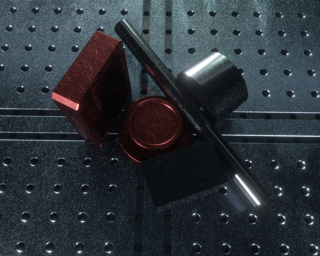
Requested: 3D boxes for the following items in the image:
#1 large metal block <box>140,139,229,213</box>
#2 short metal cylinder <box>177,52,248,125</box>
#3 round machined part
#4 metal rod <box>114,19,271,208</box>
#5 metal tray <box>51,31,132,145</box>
[{"bbox_3d":[0.025,0.059,0.361,0.081,0.080,0.050,-18,71,-7],"label":"large metal block"},{"bbox_3d":[0.066,-0.050,0.400,0.050,0.080,0.080,-35,74,-12],"label":"short metal cylinder"},{"bbox_3d":[-0.006,0.001,0.402,0.099,0.042,0.098,0,70,-1],"label":"round machined part"},{"bbox_3d":[0.032,-0.030,0.401,0.025,0.025,0.299,-34,74,-12],"label":"metal rod"},{"bbox_3d":[-0.073,-0.040,0.370,0.030,0.130,0.090,26,72,9],"label":"metal tray"}]
